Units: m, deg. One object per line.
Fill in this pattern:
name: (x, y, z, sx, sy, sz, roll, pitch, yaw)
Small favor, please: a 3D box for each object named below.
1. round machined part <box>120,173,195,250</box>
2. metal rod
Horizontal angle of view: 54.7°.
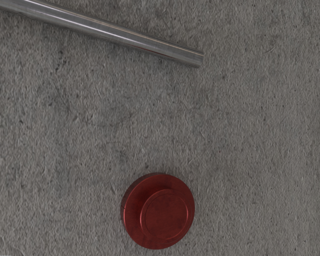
round machined part: (0.001, 0.109, 0.401, 0.099, 0.042, 0.097, 0, 90, -20)
metal rod: (-0.085, -0.124, 0.377, 0.302, 0.025, 0.025, 12, 86, -20)
